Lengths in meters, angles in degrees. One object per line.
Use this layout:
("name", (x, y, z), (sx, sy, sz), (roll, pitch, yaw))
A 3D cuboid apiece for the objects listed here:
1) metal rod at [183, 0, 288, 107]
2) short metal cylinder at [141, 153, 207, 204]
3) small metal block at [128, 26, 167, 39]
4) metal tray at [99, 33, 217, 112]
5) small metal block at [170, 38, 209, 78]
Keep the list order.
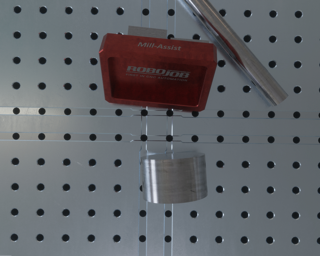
("metal rod", (0.064, -0.151, 0.413), (0.025, 0.025, 0.300), (-40, 90, 0))
("short metal cylinder", (0.017, 0.059, 0.386), (0.080, 0.080, 0.050), (-4, 90, 0))
("small metal block", (-0.018, -0.105, 0.413), (0.050, 0.025, 0.050), (6, 90, 0))
("metal tray", (-0.003, -0.065, 0.380), (0.131, 0.090, 0.030), (6, 54, 0))
("small metal block", (0.037, -0.090, 0.413), (0.050, 0.025, 0.050), (4, 90, 0))
